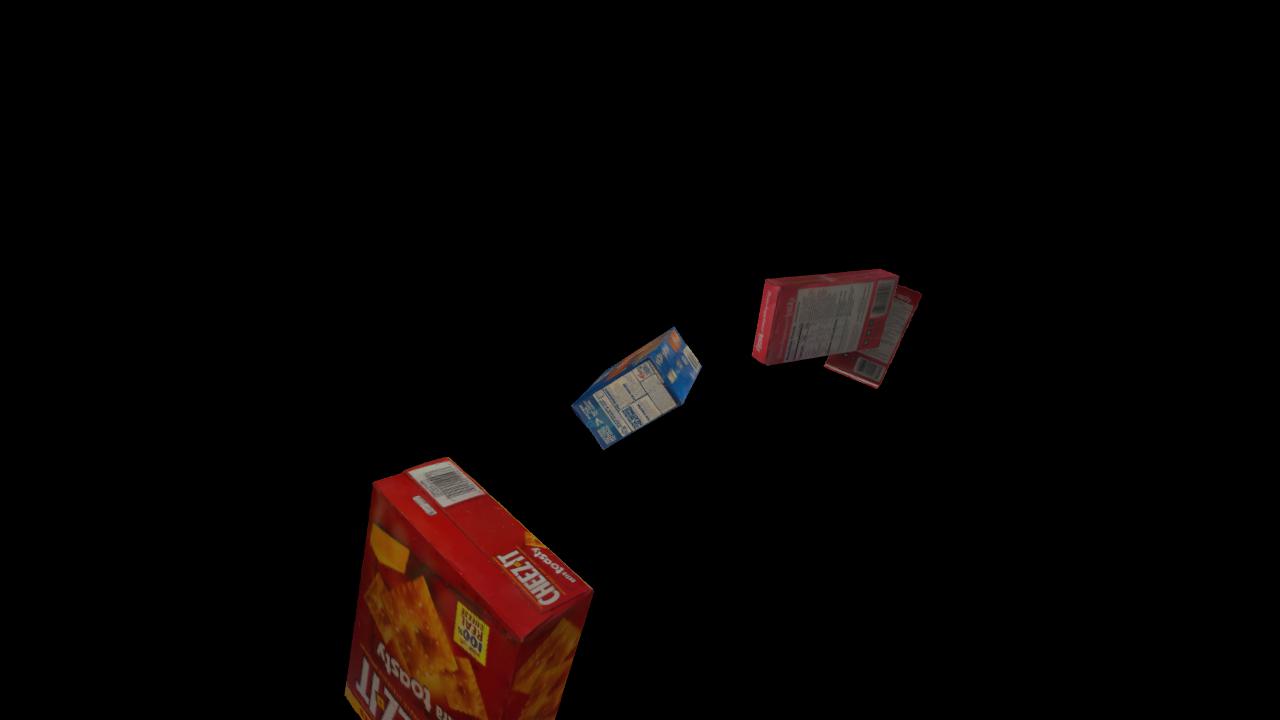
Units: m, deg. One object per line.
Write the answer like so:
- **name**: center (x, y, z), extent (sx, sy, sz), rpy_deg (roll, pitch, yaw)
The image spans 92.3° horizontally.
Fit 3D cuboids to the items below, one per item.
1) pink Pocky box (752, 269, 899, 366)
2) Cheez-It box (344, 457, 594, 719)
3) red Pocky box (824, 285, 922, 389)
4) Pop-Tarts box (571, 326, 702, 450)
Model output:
- **pink Pocky box**: center (0.189, -0.045, 0.626), extent (0.155, 0.084, 0.029), rpy_deg (-9, 29, -25)
- **Cheez-It box**: center (-0.134, 0.209, 0.445), extent (0.166, 0.223, 0.071), rpy_deg (31, 27, 30)
- **red Pocky box**: center (0.340, -0.042, 0.898), extent (0.083, 0.155, 0.028), rpy_deg (25, -10, 20)
- **Pop-Tarts box**: center (0.001, 0.036, 0.903), extent (0.141, 0.083, 0.167), rpy_deg (-33, 6, 22)
